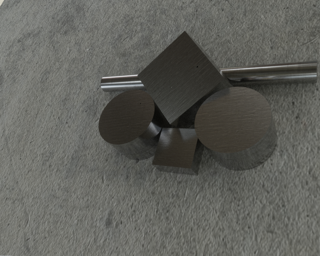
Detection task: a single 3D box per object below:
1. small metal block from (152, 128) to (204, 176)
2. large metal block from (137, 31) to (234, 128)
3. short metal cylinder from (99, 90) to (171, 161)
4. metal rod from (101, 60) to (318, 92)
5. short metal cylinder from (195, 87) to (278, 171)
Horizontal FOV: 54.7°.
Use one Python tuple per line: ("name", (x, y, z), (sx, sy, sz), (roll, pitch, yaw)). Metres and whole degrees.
("small metal block", (0.024, 0.028, 0.376), (0.050, 0.025, 0.050), (2, 63, 29))
("large metal block", (0.032, -0.057, 0.384), (0.080, 0.050, 0.080), (-41, 66, 17))
("short metal cylinder", (-0.033, -0.004, 0.408), (0.080, 0.050, 0.080), (-13, 56, 21))
("metal rod", (0.046, -0.067, 0.422), (0.300, 0.025, 0.025), (1, 62, 28))
("short metal cylinder", (0.085, 0.001, 0.344), (0.080, 0.050, 0.080), (-13, 56, 21))
